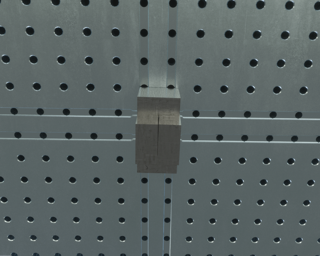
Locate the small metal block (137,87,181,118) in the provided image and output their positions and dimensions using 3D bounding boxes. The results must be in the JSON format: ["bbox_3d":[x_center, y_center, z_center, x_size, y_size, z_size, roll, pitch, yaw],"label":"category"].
[{"bbox_3d":[-0.002,-0.033,0.387,0.050,0.050,0.025,2,110,-1],"label":"small metal block"}]

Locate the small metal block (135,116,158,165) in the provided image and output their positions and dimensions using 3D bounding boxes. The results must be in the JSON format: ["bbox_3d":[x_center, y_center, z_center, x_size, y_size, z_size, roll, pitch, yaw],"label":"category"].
[{"bbox_3d":[-0.015,0.010,0.377,0.025,0.050,0.050,2,110,-1],"label":"small metal block"}]

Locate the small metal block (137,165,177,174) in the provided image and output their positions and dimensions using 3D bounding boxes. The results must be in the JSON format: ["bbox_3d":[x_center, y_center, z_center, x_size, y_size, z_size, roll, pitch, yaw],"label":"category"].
[{"bbox_3d":[-0.003,0.037,0.413,0.050,0.050,0.025,2,110,-1],"label":"small metal block"}]

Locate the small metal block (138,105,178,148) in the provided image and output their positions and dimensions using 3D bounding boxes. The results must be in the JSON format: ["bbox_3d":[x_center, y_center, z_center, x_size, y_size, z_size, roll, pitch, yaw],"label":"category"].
[{"bbox_3d":[-0.003,-0.002,0.412,0.050,0.025,0.050,2,110,0],"label":"small metal block"}]

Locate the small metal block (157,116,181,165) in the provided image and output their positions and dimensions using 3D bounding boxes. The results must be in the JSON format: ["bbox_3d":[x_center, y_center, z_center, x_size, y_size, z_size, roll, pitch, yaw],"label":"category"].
[{"bbox_3d":[0.011,0.011,0.377,0.025,0.050,0.050,2,110,0],"label":"small metal block"}]
